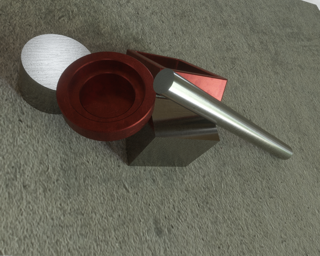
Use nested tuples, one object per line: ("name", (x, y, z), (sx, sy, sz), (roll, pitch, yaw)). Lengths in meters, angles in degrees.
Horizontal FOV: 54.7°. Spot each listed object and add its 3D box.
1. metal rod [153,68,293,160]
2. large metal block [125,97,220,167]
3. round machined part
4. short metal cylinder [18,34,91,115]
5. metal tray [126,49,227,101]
("metal rod", (0.101, -0.002, 0.387), (0.301, 0.025, 0.025), (23, 49, -45))
("large metal block", (0.011, 0.009, 0.372), (0.081, 0.080, 0.050), (4, 60, -26))
("round machined part", (-0.055, -0.030, 0.327), (0.099, 0.042, 0.098), (3, 62, -5))
("short metal cylinder", (-0.121, -0.062, 0.363), (0.081, 0.050, 0.080), (14, 56, -21))
("metal tray", (0.014, -0.070, 0.406), (0.091, 0.030, 0.130), (4, 20, -26))
